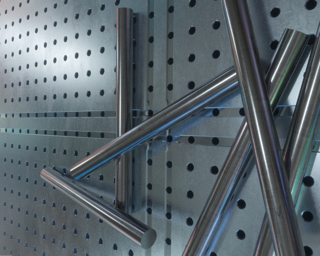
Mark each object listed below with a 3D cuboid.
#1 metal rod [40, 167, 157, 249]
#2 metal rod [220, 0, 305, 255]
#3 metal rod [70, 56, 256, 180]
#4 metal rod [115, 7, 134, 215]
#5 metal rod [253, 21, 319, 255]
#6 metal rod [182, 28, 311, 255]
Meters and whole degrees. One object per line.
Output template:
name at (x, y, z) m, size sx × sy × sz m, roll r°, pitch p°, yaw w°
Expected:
metal rod at (-0.114, 0.110, 0.481) m, size 0.300 × 0.025 × 0.025 m, roll 13°, pitch 99°, yaw 46°
metal rod at (0.091, -0.032, 0.300) m, size 0.025 × 0.025 × 0.299 m, roll -17°, pitch 78°, yaw 39°
metal rod at (-0.012, 0.000, 0.397) m, size 0.299 × 0.025 × 0.025 m, roll -31°, pitch 71°, yaw 28°
metal rod at (-0.052, -0.022, 0.453) m, size 0.025 × 0.025 × 0.298 m, roll 1°, pitch 90°, yaw 40°
metal rod at (0.136, 0.004, 0.296) m, size 0.025 × 0.025 × 0.298 m, roll 20°, pitch 102°, yaw 38°
metal rod at (0.083, 0.042, 0.341) m, size 0.025 × 0.025 × 0.298 m, roll 32°, pitch 110°, yaw 35°
